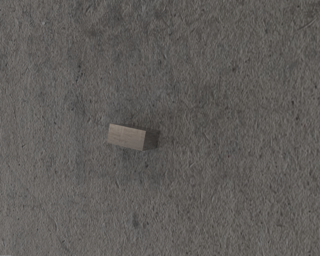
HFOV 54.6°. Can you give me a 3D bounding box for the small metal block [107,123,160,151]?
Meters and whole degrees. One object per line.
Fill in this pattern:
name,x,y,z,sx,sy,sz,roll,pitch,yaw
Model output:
small metal block,-0.034,0.011,0.408,0.050,0.050,0.025,12,94,19
